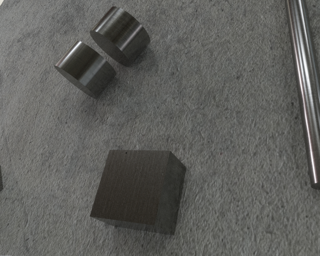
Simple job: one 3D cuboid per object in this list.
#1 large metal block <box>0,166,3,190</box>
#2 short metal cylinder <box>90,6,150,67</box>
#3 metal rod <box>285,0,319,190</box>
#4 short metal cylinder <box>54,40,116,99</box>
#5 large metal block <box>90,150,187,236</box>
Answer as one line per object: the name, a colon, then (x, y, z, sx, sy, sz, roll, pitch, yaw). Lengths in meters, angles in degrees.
large metal block: (-0.308, 0.084, 0.478, 0.080, 0.080, 0.050, -35, 51, 5)
short metal cylinder: (-0.062, -0.143, 0.489, 0.080, 0.080, 0.050, 31, 79, 38)
metal rod: (0.170, -0.076, 0.361, 0.025, 0.025, 0.299, -8, 58, 24)
short metal cylinder: (-0.116, -0.090, 0.484, 0.080, 0.080, 0.050, 29, 78, 37)
large metal block: (-0.022, 0.072, 0.355, 0.080, 0.050, 0.080, -1, 61, 27)
